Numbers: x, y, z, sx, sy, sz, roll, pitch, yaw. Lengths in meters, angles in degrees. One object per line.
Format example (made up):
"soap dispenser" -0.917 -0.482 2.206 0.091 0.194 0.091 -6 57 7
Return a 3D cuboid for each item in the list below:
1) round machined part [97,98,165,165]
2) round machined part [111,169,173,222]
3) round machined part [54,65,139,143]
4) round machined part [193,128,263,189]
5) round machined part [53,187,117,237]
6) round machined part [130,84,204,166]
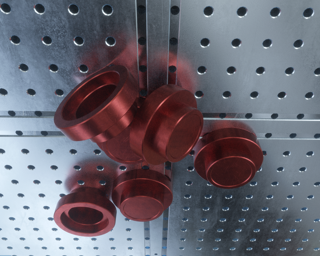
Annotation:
"round machined part" -0.040 0.010 0.409 0.099 0.042 0.097 0 130 0
"round machined part" -0.028 0.113 0.496 0.099 0.042 0.097 0 130 0
"round machined part" -0.064 -0.022 0.344 0.098 0.098 0.042 -23 126 18
"round machined part" 0.098 0.050 0.443 0.099 0.042 0.097 0 130 0
"round machined part" -0.121 0.136 0.515 0.099 0.042 0.097 0 130 0
"round machined part" 0.014 0.002 0.364 0.042 0.099 0.097 30 139 32
